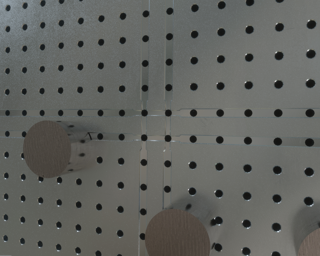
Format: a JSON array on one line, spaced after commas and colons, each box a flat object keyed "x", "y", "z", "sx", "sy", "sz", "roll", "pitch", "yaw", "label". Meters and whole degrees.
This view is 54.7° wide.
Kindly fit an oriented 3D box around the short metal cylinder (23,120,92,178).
[{"x": -0.148, "y": 0.029, "z": 0.450, "sx": 0.080, "sy": 0.050, "sz": 0.079, "roll": 0, "pitch": 90, "yaw": 19, "label": "short metal cylinder"}]

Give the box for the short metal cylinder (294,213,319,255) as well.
[{"x": 0.190, "y": 0.137, "z": 0.333, "sx": 0.080, "sy": 0.050, "sz": 0.079, "roll": 0, "pitch": 90, "yaw": 19, "label": "short metal cylinder"}]

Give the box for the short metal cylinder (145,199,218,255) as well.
[{"x": 0.028, "y": 0.135, "z": 0.389, "sx": 0.080, "sy": 0.050, "sz": 0.079, "roll": 0, "pitch": 90, "yaw": 19, "label": "short metal cylinder"}]
